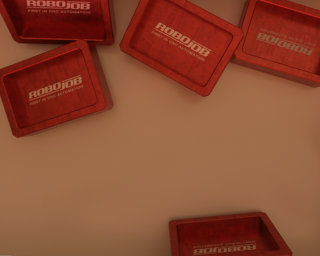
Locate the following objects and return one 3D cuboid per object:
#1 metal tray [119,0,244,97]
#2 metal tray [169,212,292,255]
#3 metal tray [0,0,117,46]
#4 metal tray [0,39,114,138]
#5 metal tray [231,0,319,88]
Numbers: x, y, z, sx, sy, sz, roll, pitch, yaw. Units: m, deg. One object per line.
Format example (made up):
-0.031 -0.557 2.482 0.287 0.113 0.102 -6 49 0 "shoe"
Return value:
0.026 -0.109 0.389 0.130 0.030 0.089 30 106 6 "metal tray"
0.079 0.144 0.377 0.131 0.090 0.030 -5 105 0 "metal tray"
-0.124 -0.145 0.376 0.131 0.090 0.030 1 57 0 "metal tray"
-0.135 -0.048 0.396 0.130 0.030 0.090 -17 90 9 "metal tray"
0.167 -0.115 0.409 0.131 0.030 0.090 17 90 0 "metal tray"
